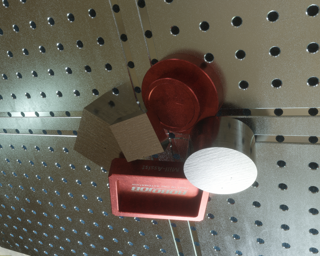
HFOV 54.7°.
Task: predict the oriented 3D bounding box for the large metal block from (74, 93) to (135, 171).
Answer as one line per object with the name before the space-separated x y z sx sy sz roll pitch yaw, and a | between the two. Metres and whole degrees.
large metal block | -0.067 0.011 0.437 0.080 0.050 0.079 31 128 8

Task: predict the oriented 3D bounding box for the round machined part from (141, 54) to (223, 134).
round machined part | 0.021 -0.034 0.368 0.098 0.042 0.097 13 124 21

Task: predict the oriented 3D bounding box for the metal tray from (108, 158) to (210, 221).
metal tray | -0.001 0.086 0.425 0.131 0.030 0.089 4 130 0

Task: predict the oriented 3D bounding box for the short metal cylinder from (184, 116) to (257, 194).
short metal cylinder | 0.071 0.033 0.363 0.080 0.050 0.079 7 133 8

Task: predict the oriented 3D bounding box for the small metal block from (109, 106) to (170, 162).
small metal block | -0.024 0.008 0.368 0.050 0.025 0.050 -18 106 23
